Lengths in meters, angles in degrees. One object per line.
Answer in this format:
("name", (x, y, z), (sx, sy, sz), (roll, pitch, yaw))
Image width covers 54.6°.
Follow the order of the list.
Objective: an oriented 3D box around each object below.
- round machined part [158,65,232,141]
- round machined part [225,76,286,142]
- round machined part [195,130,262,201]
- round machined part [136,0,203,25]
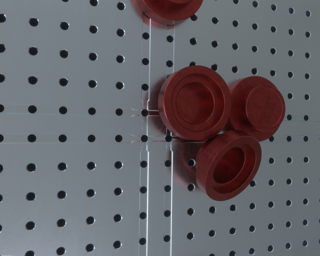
("round machined part", (0.043, -0.033, 0.419), (0.099, 0.042, 0.097), (0, 90, -20))
("round machined part", (0.143, -0.028, 0.456), (0.099, 0.042, 0.097), (0, 90, -20))
("round machined part", (0.088, 0.047, 0.422), (0.099, 0.042, 0.097), (-15, 121, -27))
("round machined part", (0.016, -0.191, 0.409), (0.099, 0.042, 0.097), (0, 90, -20))
